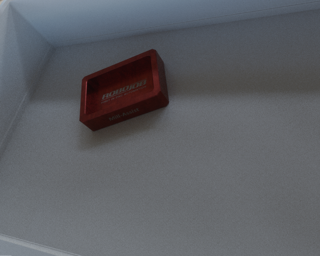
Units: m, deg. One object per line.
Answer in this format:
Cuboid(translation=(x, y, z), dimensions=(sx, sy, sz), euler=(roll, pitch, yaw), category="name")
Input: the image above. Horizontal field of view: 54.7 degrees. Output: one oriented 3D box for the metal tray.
Cuboid(translation=(-0.056, -0.056, 0.464), dimensions=(0.130, 0.030, 0.090), euler=(-18, 55, 17), category="metal tray")
